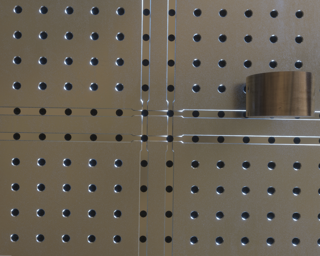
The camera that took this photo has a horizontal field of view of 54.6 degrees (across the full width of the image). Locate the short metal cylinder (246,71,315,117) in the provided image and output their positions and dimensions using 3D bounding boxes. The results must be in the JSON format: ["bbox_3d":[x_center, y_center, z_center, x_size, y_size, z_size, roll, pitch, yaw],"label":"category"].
[{"bbox_3d":[0.149,-0.039,0.387,0.080,0.080,0.050,0,90,0],"label":"short metal cylinder"}]
